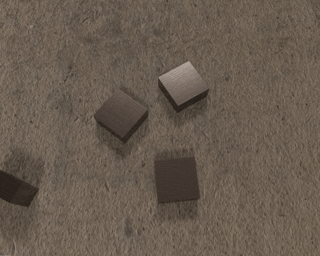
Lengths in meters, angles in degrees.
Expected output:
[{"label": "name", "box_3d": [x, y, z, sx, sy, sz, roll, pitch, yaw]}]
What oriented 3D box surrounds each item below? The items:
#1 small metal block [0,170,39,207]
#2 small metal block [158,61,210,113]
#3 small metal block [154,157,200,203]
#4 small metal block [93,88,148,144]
[{"label": "small metal block", "box_3d": [-0.181, 0.069, 0.367, 0.050, 0.050, 0.025, 24, 72, 8]}, {"label": "small metal block", "box_3d": [0.032, -0.057, 0.429, 0.050, 0.025, 0.050, -30, 73, -11]}, {"label": "small metal block", "box_3d": [0.020, 0.065, 0.385, 0.050, 0.025, 0.050, -5, 70, -2]}, {"label": "small metal block", "box_3d": [-0.051, -0.016, 0.413, 0.050, 0.025, 0.050, 36, 74, 12]}]
